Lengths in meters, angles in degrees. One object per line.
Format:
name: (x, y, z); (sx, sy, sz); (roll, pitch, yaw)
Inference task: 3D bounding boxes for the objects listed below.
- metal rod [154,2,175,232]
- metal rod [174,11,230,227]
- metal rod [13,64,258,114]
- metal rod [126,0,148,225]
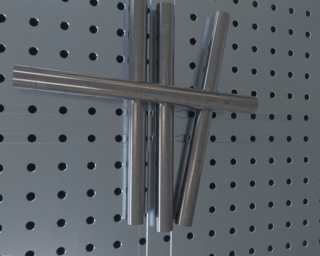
metal rod: (0.006, -0.014, 0.414); (0.025, 0.025, 0.298); (0, 90, -20)
metal rod: (0.060, -0.015, 0.434); (0.025, 0.025, 0.299); (12, 86, -20)
metal rod: (-0.013, -0.043, 0.379); (0.302, 0.025, 0.025); (5, 89, -20)
metal rod: (-0.030, -0.027, 0.401); (0.025, 0.025, 0.298); (1, 90, -20)
